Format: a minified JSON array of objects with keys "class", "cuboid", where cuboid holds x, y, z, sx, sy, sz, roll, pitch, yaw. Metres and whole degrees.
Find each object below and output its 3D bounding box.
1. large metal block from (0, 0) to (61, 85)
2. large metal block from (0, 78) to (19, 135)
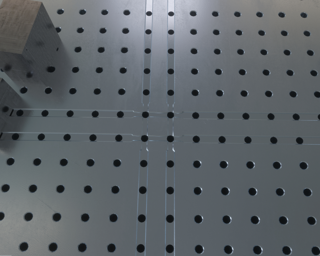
[{"class":"large metal block","cuboid":[-0.184,-0.116,0.424,0.050,0.080,0.080,10,70,3]},{"class":"large metal block","cuboid":[-0.250,-0.029,0.408,0.080,0.050,0.080,14,71,5]}]
